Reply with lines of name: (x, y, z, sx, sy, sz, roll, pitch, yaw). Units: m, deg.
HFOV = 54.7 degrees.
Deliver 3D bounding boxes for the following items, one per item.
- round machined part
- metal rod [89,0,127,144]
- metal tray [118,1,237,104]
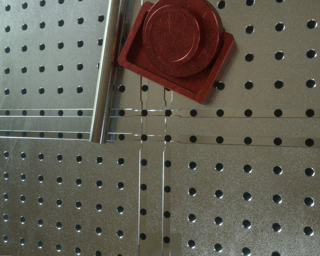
round machined part: (0.022, -0.109, 0.368, 0.098, 0.042, 0.097, 8, 109, 25)
metal rod: (-0.066, -0.127, 0.434, 0.025, 0.025, 0.298, 10, 93, 19)
metal tray: (0.020, -0.097, 0.402, 0.130, 0.030, 0.090, 28, 99, 17)
